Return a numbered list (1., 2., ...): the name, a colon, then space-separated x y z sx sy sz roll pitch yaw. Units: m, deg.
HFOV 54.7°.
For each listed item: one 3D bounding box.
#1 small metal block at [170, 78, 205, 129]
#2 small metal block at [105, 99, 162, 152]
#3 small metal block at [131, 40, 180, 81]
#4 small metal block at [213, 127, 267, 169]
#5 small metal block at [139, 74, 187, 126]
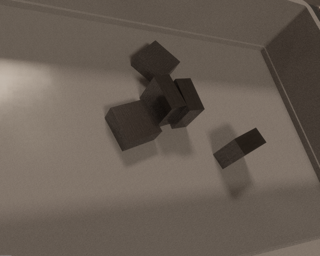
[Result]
1. small metal block: 0.029 -0.033 0.427 0.025 0.050 0.050 -8 66 -32
2. small metal block: -0.034 -0.004 0.392 0.050 0.025 0.050 -19 72 -36
3. small metal block: -0.006 -0.096 0.463 0.050 0.025 0.050 41 51 -1
4. small metal block: 0.111 0.029 0.434 0.050 0.050 0.025 -22 74 -36
5. small metal block: 0.003 -0.036 0.414 0.025 0.050 0.050 -17 71 -35
